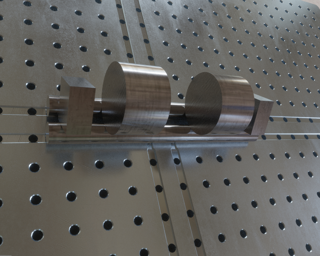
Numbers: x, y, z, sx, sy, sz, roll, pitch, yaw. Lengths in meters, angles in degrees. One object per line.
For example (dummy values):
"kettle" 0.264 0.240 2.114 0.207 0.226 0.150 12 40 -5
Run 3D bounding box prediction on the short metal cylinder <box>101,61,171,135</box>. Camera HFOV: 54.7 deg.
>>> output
"short metal cylinder" -0.029 -0.032 0.348 0.050 0.080 0.080 1 62 -28

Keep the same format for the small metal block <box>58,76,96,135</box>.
"small metal block" -0.090 -0.025 0.330 0.025 0.050 0.050 1 20 -28

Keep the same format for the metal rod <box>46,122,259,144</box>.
"metal rod" 0.010 0.007 0.409 0.303 0.025 0.025 1 62 -28

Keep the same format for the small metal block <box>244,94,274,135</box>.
"small metal block" 0.130 -0.022 0.446 0.025 0.050 0.050 0 21 -28

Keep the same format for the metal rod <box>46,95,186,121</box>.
"metal rod" 0.005 -0.023 0.425 0.303 0.025 0.025 1 62 -28

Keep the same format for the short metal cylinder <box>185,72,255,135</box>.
"short metal cylinder" 0.075 -0.031 0.404 0.050 0.080 0.080 1 62 -28
